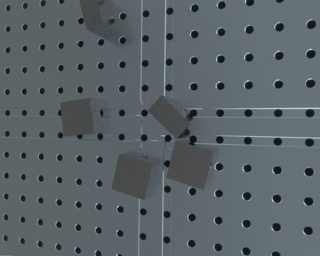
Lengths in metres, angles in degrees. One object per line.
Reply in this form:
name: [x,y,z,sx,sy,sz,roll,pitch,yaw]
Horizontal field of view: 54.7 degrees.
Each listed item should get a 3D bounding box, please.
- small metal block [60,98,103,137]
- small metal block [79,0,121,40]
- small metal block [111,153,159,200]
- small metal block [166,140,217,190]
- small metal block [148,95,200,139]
small metal block: [-0.114,-0.015,0.451,0.050,0.025,0.050,-7,88,19]
small metal block: [-0.083,-0.156,0.427,0.025,0.050,0.050,-16,85,19]
small metal block: [-0.034,0.065,0.423,0.050,0.025,0.050,14,95,19]
small metal block: [0.041,0.046,0.398,0.050,0.025,0.050,16,95,19]
small metal block: [0.019,-0.013,0.392,0.050,0.050,0.025,45,104,14]
